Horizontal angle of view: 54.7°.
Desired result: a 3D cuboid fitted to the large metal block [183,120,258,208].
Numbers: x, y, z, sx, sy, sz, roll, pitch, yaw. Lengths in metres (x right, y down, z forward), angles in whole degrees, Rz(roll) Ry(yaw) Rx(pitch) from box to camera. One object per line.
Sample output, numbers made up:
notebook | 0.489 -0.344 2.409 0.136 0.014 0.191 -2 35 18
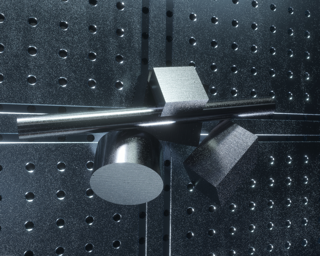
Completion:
large metal block | 0.082 0.046 0.403 0.080 0.050 0.080 -47 148 -14

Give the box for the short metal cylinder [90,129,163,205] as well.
short metal cylinder | -0.037 0.046 0.360 0.080 0.080 0.050 21 41 -19

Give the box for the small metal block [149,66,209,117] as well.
small metal block | 0.020 -0.042 0.350 0.050 0.025 0.050 -6 57 -20

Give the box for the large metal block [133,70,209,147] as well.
large metal block | 0.009 -0.023 0.399 0.081 0.050 0.080 11 86 -20

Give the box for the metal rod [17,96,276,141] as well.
metal rod | 0.002 -0.014 0.357 0.303 0.025 0.025 -6 92 -20
